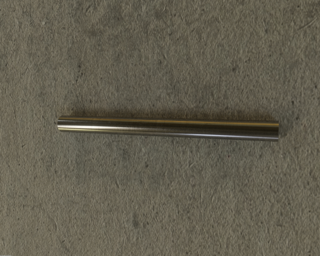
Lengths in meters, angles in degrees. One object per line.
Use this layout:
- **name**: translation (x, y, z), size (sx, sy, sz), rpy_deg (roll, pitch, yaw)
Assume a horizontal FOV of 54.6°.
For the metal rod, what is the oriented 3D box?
- **metal rod**: translation (-0.003, -0.001, 0.412), size (0.301, 0.025, 0.025), rpy_deg (2, 91, 20)
